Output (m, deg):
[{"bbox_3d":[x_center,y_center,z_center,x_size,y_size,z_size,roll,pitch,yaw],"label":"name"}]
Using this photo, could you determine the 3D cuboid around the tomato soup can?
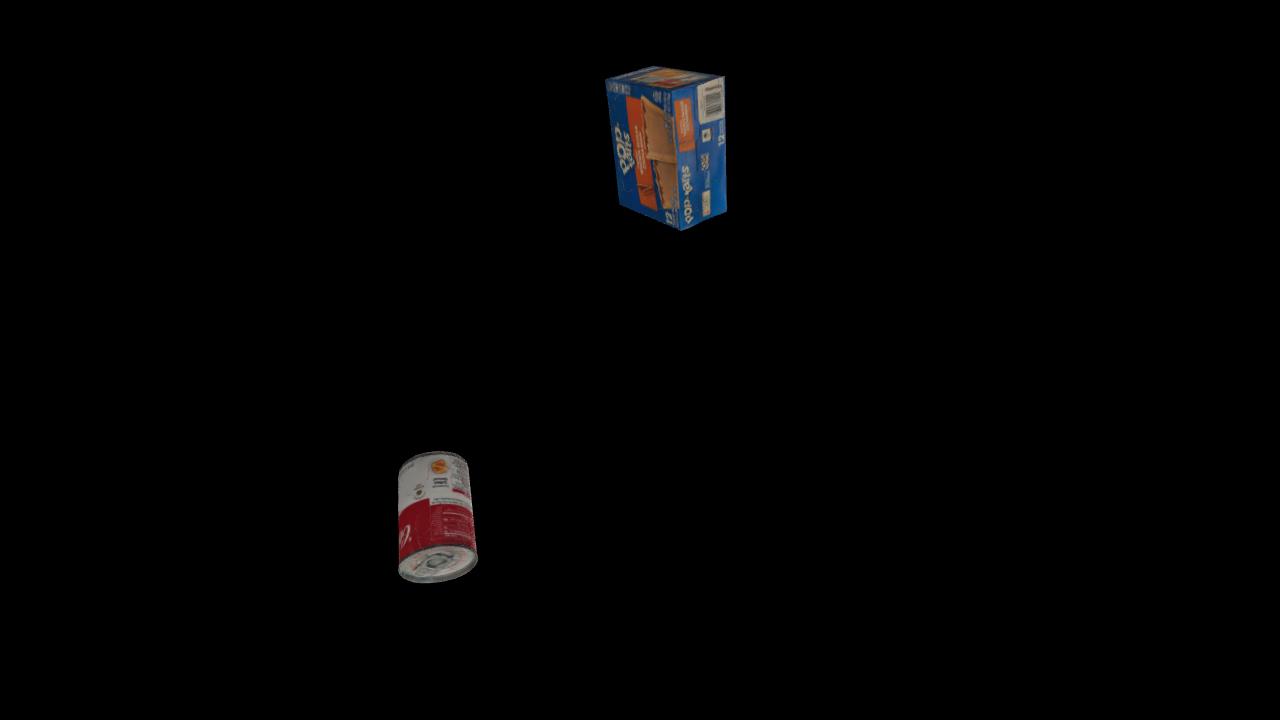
[{"bbox_3d":[-0.188,0.143,0.569,0.068,0.101,0.068,-11,-40,-10],"label":"tomato soup can"}]

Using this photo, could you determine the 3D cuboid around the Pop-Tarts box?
[{"bbox_3d":[0.034,-0.271,0.783,0.083,0.167,0.141,-25,39,-26],"label":"Pop-Tarts box"}]
